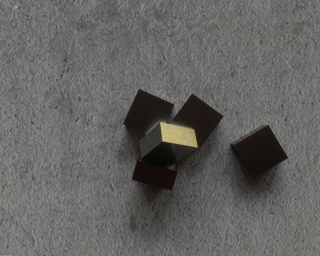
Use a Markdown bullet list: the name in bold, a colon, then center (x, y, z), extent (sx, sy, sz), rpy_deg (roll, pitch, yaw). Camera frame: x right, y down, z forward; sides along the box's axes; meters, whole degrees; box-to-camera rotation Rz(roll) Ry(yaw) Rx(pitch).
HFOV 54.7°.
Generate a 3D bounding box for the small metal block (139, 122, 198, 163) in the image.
- **small metal block**: center (0.010, 0.020, 0.383), extent (0.050, 0.050, 0.025), rpy_deg (12, 56, -31)

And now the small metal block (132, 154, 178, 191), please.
- **small metal block**: center (-0.006, 0.054, 0.396), extent (0.050, 0.050, 0.025), rpy_deg (15, 97, 0)

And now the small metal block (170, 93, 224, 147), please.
- **small metal block**: center (0.047, -0.010, 0.410), extent (0.050, 0.025, 0.050), rpy_deg (36, 90, 0)

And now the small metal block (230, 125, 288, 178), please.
- **small metal block**: center (0.131, 0.030, 0.411), extent (0.050, 0.025, 0.050), rpy_deg (-31, 90, 0)

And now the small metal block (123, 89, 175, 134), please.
- **small metal block**: center (-0.014, -0.018, 0.410), extent (0.050, 0.025, 0.050), rpy_deg (24, 90, 0)
